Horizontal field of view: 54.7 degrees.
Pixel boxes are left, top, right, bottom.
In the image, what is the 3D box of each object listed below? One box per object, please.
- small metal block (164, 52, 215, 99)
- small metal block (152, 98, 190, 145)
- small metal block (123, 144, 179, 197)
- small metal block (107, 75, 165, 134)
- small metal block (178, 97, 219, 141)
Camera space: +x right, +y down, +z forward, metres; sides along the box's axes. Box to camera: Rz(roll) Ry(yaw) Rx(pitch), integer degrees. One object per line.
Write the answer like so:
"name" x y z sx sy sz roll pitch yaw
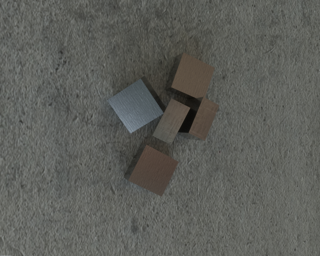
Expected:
"small metal block" 0.041 -0.068 0.424 0.050 0.025 0.050 21 83 -19
"small metal block" 0.015 -0.009 0.393 0.025 0.050 0.050 27 95 1
"small metal block" -0.012 0.054 0.405 0.050 0.025 0.050 30 80 -18
"small metal block" -0.028 -0.029 0.386 0.050 0.025 0.050 -31 101 15
"small metal block" 0.047 -0.012 0.413 0.025 0.050 0.050 26 81 -19
